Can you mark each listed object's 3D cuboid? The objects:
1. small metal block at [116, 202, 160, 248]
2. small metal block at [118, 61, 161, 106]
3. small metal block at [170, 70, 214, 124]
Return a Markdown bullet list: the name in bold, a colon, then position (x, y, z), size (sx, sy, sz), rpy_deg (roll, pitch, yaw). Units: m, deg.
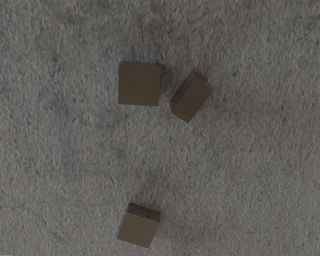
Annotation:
- **small metal block**: position (-0.032, 0.146, 0.463), size (0.050, 0.025, 0.050), rpy_deg (19, 109, -8)
- **small metal block**: position (-0.026, -0.056, 0.389), size (0.050, 0.025, 0.050), rpy_deg (3, 110, -2)
- **small metal block**: position (0.037, -0.040, 0.382), size (0.025, 0.050, 0.050), rpy_deg (33, 107, -12)
